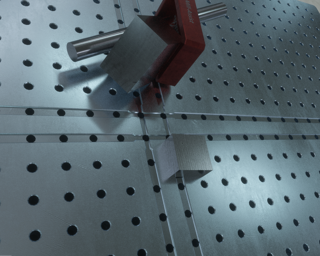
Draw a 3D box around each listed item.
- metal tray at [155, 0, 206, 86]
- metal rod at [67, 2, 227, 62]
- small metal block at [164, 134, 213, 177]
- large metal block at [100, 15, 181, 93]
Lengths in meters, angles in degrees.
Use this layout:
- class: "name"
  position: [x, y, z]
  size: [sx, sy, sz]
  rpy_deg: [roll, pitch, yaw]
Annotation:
- class: "metal tray"
  position: [0.021, -0.139, 0.461]
  size: [0.030, 0.090, 0.130]
  rpy_deg: [10, 56, -25]
- class: "metal rod"
  position: [0.000, -0.153, 0.470]
  size: [0.302, 0.025, 0.025]
  rpy_deg: [-28, 78, -34]
- class: "small metal block"
  position: [0.037, 0.036, 0.407]
  size: [0.050, 0.025, 0.050]
  rpy_deg: [4, 60, -27]
- class: "large metal block"
  position: [-0.020, -0.099, 0.407]
  size: [0.050, 0.080, 0.080]
  rpy_deg: [45, 27, 2]
